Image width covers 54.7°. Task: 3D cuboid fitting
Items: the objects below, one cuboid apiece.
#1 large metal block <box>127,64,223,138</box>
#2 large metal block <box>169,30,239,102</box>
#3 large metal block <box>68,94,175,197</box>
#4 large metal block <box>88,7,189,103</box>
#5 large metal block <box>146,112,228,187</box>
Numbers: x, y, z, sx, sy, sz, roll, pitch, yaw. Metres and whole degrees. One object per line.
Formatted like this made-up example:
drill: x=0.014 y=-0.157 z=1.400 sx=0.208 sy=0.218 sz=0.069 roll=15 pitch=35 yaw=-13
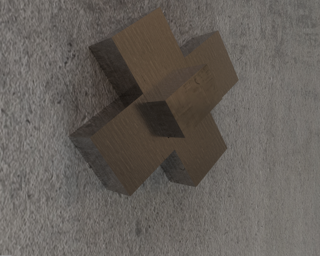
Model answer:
large metal block: x=0.016 y=-0.033 z=0.385 sx=0.080 sy=0.080 sz=0.050 roll=-44 pitch=117 yaw=-31
large metal block: x=0.057 y=-0.079 z=0.439 sx=0.080 sy=0.050 sz=0.080 roll=-44 pitch=117 yaw=-31
large metal block: x=-0.041 y=0.018 z=0.356 sx=0.080 sy=0.050 sz=0.080 roll=-44 pitch=117 yaw=-31
large metal block: x=-0.023 y=-0.085 z=0.371 sx=0.080 sy=0.050 sz=0.080 roll=-44 pitch=117 yaw=-31
large metal block: x=0.037 y=0.020 z=0.422 sx=0.080 sy=0.050 sz=0.080 roll=-44 pitch=117 yaw=-31
